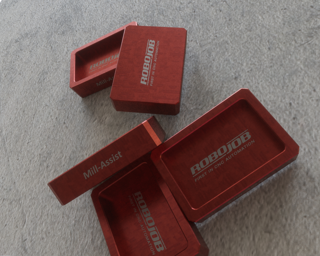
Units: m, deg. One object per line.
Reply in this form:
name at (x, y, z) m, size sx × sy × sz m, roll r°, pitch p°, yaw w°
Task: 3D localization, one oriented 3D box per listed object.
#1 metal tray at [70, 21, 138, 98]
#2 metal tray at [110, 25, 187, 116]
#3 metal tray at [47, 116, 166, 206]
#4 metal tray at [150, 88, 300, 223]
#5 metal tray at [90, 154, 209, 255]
metal tray at (-0.086, -0.113, 0.512) m, size 0.130 × 0.030 × 0.090 m, roll -21°, pitch 54°, yaw 15°
metal tray at (-0.012, -0.084, 0.434) m, size 0.091 × 0.030 × 0.130 m, roll 5°, pitch 64°, yaw 5°
metal tray at (-0.057, 0.034, 0.371) m, size 0.130 × 0.090 × 0.030 m, roll -32°, pitch 93°, yaw 6°
metal tray at (0.066, 0.029, 0.334) m, size 0.130 × 0.030 × 0.090 m, roll -35°, pitch 65°, yaw 4°
metal tray at (-0.017, 0.103, 0.345) m, size 0.090 × 0.030 × 0.130 m, roll -35°, pitch 51°, yaw 4°
